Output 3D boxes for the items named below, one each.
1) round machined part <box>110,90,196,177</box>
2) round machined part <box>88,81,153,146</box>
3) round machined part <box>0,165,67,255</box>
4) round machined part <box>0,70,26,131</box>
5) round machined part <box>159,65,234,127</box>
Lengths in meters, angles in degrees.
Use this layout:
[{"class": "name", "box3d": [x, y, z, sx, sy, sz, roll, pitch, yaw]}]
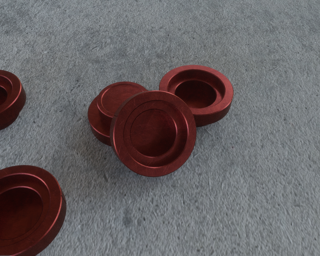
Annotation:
[{"class": "round machined part", "box3d": [-0.010, 0.005, 0.365, 0.099, 0.097, 0.042, -22, 12, -17]}, {"class": "round machined part", "box3d": [-0.047, -0.024, 0.412, 0.099, 0.042, 0.098, 0, 50, 0]}, {"class": "round machined part", "box3d": [-0.145, 0.090, 0.316, 0.099, 0.042, 0.098, 0, 50, 0]}, {"class": "round machined part", "box3d": [-0.231, -0.031, 0.417, 0.099, 0.042, 0.098, 0, 50, 0]}, {"class": "round machined part", "box3d": [0.048, -0.039, 0.425, 0.099, 0.042, 0.098, 1, 50, -1]}]
